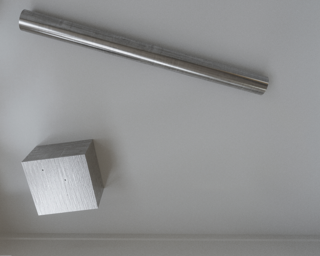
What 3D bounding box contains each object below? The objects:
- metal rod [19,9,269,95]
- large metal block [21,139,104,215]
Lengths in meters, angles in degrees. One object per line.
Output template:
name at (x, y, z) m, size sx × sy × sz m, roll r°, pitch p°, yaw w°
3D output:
metal rod at (-0.014, -0.090, 0.377) m, size 0.302 × 0.025 × 0.025 m, roll 14°, pitch 109°, yaw -6°
large metal block at (-0.127, 0.066, 0.421) m, size 0.080 × 0.050 × 0.079 m, roll -7°, pitch 110°, yaw 2°
